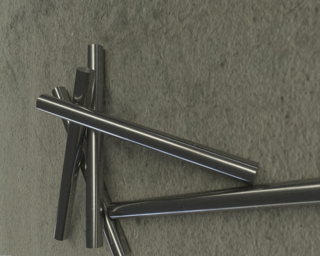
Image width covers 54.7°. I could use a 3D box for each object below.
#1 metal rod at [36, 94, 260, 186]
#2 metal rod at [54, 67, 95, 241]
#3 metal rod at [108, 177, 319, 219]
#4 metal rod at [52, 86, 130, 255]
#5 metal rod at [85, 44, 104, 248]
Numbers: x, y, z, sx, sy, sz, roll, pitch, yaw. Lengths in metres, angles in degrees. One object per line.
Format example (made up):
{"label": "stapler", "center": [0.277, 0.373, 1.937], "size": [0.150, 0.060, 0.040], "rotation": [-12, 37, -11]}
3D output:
{"label": "metal rod", "center": [-0.032, 0.006, 0.380], "size": [0.301, 0.025, 0.025], "rotation": [18, 102, 22]}
{"label": "metal rod", "center": [-0.136, 0.054, 0.479], "size": [0.025, 0.025, 0.298], "rotation": [32, 118, 35]}
{"label": "metal rod", "center": [0.046, 0.088, 0.365], "size": [0.300, 0.025, 0.025], "rotation": [-17, 80, 38]}
{"label": "metal rod", "center": [-0.117, 0.059, 0.498], "size": [0.025, 0.025, 0.299], "rotation": [-40, 66, 32]}
{"label": "metal rod", "center": [-0.097, 0.021, 0.463], "size": [0.025, 0.025, 0.298], "rotation": [-9, 79, 39]}
